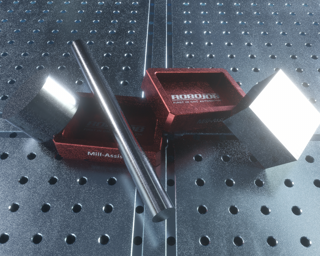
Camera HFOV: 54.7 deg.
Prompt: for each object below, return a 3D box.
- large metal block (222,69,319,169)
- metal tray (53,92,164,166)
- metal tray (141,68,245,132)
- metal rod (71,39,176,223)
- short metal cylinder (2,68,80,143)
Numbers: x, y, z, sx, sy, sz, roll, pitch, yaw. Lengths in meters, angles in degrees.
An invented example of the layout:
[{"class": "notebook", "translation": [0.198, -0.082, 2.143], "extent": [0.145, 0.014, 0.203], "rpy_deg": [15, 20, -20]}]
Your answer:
[{"class": "large metal block", "translation": [0.138, -0.010, 0.378], "extent": [0.080, 0.050, 0.080], "rpy_deg": [47, 60, -3]}, {"class": "metal tray", "translation": [-0.059, -0.001, 0.404], "extent": [0.131, 0.030, 0.090], "rpy_deg": [5, 50, 4]}, {"class": "metal tray", "translation": [0.051, -0.042, 0.415], "extent": [0.131, 0.030, 0.090], "rpy_deg": [-5, 48, -26]}, {"class": "metal rod", "translation": [-0.060, -0.020, 0.385], "extent": [0.025, 0.025, 0.300], "rpy_deg": [-20, 53, -16]}, {"class": "short metal cylinder", "translation": [-0.149, -0.029, 0.391], "extent": [0.080, 0.050, 0.080], "rpy_deg": [-25, 40, 24]}]
